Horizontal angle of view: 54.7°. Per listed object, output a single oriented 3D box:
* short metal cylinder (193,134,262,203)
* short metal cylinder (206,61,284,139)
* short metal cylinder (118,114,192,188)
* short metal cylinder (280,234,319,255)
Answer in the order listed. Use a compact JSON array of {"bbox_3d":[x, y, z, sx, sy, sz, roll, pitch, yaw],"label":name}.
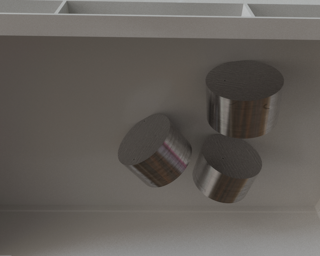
[{"bbox_3d":[0.089,0.054,0.420,0.081,0.080,0.050,8,130,-7],"label":"short metal cylinder"},{"bbox_3d":[0.092,-0.033,0.345,0.080,0.080,0.050,-5,130,4],"label":"short metal cylinder"},{"bbox_3d":[-0.007,0.029,0.397,0.080,0.080,0.050,-28,125,21],"label":"short metal cylinder"},{"bbox_3d":[0.280,0.254,0.594,0.081,0.080,0.050,11,129,-10],"label":"short metal cylinder"}]
